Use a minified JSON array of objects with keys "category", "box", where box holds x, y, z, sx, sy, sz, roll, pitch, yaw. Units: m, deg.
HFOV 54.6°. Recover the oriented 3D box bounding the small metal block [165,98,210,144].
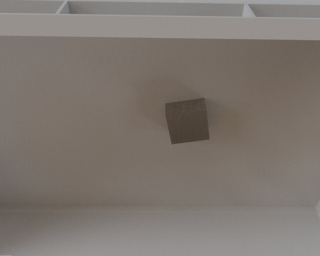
[{"category":"small metal block","box":[0.036,-0.008,0.402,0.050,0.025,0.050,-8,130,6]}]
